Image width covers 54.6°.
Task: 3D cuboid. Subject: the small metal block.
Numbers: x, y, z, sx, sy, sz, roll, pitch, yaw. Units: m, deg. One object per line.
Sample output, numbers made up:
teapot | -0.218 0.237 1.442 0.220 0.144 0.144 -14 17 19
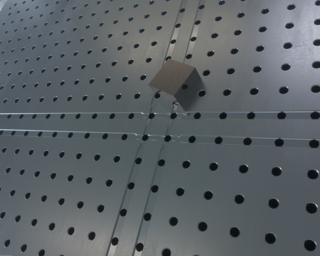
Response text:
small metal block | 0.021 -0.066 0.439 0.050 0.025 0.050 29 77 37
